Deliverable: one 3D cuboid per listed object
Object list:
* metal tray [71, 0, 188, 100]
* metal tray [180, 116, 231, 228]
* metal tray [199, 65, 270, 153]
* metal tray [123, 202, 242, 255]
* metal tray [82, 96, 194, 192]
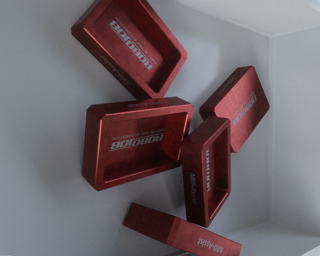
[{"bbox_3d":[-0.030,-0.102,0.379,0.130,0.030,0.090,45,63,-31],"label":"metal tray"},{"bbox_3d":[0.067,0.059,0.428,0.091,0.030,0.129,-37,129,-47],"label":"metal tray"},{"bbox_3d":[0.128,-0.032,0.514,0.131,0.030,0.090,-45,118,-31],"label":"metal tray"},{"bbox_3d":[0.030,0.136,0.391,0.130,0.090,0.030,34,69,-35],"label":"metal tray"},{"bbox_3d":[-0.023,0.014,0.364,0.131,0.030,0.089,-10,120,-40],"label":"metal tray"}]
